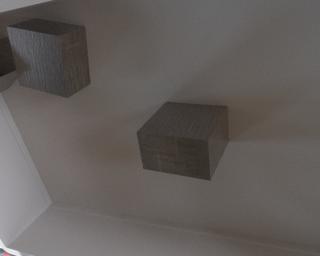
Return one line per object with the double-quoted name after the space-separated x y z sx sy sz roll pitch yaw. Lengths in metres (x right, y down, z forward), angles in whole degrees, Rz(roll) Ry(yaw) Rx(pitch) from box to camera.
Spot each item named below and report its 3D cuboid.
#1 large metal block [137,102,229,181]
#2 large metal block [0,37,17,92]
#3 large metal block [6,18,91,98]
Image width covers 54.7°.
0.031 0.011 0.363 0.080 0.080 0.050 6 121 24 "large metal block"
-0.256 -0.080 0.454 0.080 0.080 0.050 -29 102 36 "large metal block"
-0.143 -0.094 0.408 0.080 0.050 0.079 15 125 19 "large metal block"
